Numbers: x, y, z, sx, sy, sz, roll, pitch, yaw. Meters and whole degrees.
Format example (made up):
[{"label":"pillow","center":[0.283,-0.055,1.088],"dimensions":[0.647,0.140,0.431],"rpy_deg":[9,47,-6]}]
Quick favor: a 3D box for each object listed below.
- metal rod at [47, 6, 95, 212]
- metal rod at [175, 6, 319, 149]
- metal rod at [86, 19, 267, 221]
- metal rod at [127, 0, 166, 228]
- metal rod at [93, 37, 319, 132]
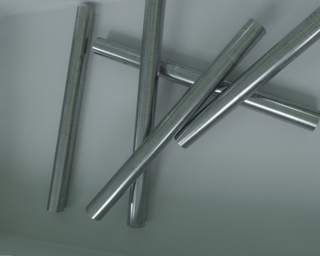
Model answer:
[{"label":"metal rod","center":[-0.131,-0.025,0.455],"dimensions":[0.025,0.025,0.298],"rpy_deg":[11,94,19]},{"label":"metal rod","center":[0.127,-0.076,0.327],"dimensions":[0.299,0.025,0.025],"rpy_deg":[-42,77,24]},{"label":"metal rod","center":[0.013,-0.004,0.371],"dimensions":[0.025,0.025,0.299],"rpy_deg":[43,98,14]},{"label":"metal rod","center":[-0.019,-0.016,0.397],"dimensions":[0.025,0.025,0.298],"rpy_deg":[9,100,19]},{"label":"metal rod","center":[0.044,-0.062,0.394],"dimensions":[0.301,0.025,0.025],"rpy_deg":[23,97,18]}]
